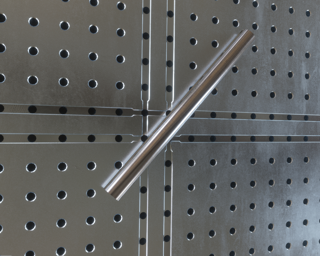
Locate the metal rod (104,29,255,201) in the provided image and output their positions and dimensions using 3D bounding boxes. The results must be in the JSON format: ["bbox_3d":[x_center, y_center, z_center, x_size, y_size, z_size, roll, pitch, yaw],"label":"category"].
[{"bbox_3d":[0.035,-0.026,0.424,0.025,0.025,0.300,45,76,-15],"label":"metal rod"}]
